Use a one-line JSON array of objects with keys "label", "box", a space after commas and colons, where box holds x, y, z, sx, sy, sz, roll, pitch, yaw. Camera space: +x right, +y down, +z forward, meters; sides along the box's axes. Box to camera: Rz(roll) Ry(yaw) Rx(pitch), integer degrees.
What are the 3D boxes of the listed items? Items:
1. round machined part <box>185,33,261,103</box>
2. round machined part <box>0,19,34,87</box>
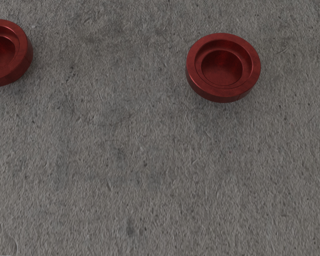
[{"label": "round machined part", "box": [0.084, -0.078, 0.428, 0.099, 0.042, 0.098, 0, 70, 0]}, {"label": "round machined part", "box": [-0.227, -0.099, 0.434, 0.099, 0.042, 0.098, 0, 70, 0]}]
